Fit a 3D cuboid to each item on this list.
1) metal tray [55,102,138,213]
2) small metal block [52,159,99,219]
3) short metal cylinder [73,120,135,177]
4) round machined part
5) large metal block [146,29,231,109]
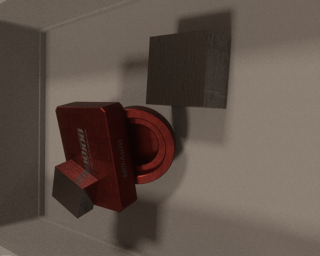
[{"bbox_3d":[-0.080,0.033,0.390,0.090,0.030,0.129,4,108,36],"label":"metal tray"},{"bbox_3d":[-0.107,0.076,0.389,0.050,0.025,0.050,31,123,25],"label":"small metal block"},{"bbox_3d":[-0.084,0.029,0.455,0.080,0.050,0.079,2,93,41],"label":"short metal cylinder"},{"bbox_3d":[-0.028,0.019,0.397,0.099,0.042,0.097,2,105,6],"label":"round machined part"},{"bbox_3d":[0.032,-0.065,0.362,0.080,0.050,0.079,6,94,39],"label":"large metal block"}]
